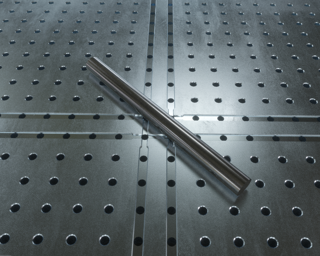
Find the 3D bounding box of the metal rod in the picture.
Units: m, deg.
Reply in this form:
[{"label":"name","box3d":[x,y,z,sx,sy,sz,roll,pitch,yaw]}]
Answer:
[{"label":"metal rod","box3d":[-0.006,-0.017,0.423,0.025,0.025,0.300,-35,58,-26]}]
